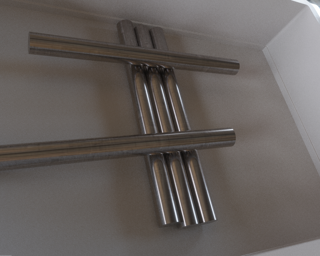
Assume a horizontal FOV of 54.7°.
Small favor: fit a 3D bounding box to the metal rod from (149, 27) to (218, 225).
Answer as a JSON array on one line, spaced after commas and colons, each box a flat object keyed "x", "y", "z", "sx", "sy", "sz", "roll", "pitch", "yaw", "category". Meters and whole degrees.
[{"x": 0.025, "y": -0.020, "z": 0.429, "sx": 0.025, "sy": 0.025, "sz": 0.299, "roll": 1, "pitch": 61, "yaw": -28, "category": "metal rod"}]

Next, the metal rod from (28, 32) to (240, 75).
[{"x": -0.015, "y": -0.097, "z": 0.422, "sx": 0.303, "sy": 0.025, "sz": 0.025, "roll": 0, "pitch": 62, "yaw": -28, "category": "metal rod"}]

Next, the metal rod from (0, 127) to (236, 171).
[{"x": -0.050, "y": 0.021, "z": 0.341, "sx": 0.303, "sy": 0.025, "sz": 0.025, "roll": -4, "pitch": 64, "yaw": -22, "category": "metal rod"}]

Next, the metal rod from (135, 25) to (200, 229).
[{"x": 0.002, "y": -0.019, "z": 0.417, "sx": 0.025, "sy": 0.025, "sz": 0.299, "roll": 1, "pitch": 61, "yaw": -28, "category": "metal rod"}]

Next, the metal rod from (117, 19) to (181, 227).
[{"x": -0.021, "y": -0.024, "z": 0.408, "sx": 0.025, "sy": 0.025, "sz": 0.299, "roll": 1, "pitch": 61, "yaw": -28, "category": "metal rod"}]
